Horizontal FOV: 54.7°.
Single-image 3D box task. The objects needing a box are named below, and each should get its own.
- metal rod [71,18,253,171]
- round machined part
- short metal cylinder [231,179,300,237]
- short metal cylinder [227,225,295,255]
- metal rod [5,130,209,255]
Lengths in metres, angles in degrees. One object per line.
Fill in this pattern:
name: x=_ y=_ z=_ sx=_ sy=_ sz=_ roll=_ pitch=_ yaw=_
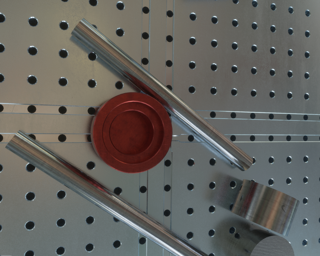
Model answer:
metal rod: x=0.014 y=-0.035 z=0.417 sx=0.301 sy=0.025 sz=0.025 roll=38 pitch=78 yaw=-16
round machined part: x=-0.038 y=0.006 z=0.390 sx=0.099 sy=0.042 sz=0.097 roll=0 pitch=90 yaw=-20
short metal cylinder: x=0.148 y=0.112 z=0.438 sx=0.080 sy=0.080 sz=0.050 roll=26 pitch=82 yaw=-18
short metal cylinder: x=0.147 y=0.190 z=0.454 sx=0.081 sy=0.050 sz=0.080 roll=0 pitch=90 yaw=-20
metal rod: x=-0.053 y=0.101 z=0.393 sx=0.301 sy=0.025 sz=0.025 roll=38 pitch=78 yaw=-16
